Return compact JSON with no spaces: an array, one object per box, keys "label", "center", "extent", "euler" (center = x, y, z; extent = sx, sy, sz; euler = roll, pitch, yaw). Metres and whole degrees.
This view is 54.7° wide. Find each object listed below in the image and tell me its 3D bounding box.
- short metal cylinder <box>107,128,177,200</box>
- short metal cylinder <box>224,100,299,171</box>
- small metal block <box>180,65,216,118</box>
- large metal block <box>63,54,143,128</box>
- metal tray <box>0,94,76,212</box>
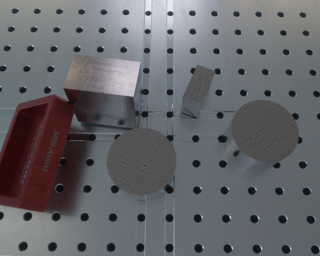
[{"label":"short metal cylinder","center":[-0.021,0.046,0.381],"extent":[0.081,0.050,0.080],"euler":[0,70,0]},{"label":"short metal cylinder","center":[0.126,0.011,0.395],"extent":[0.081,0.050,0.080],"euler":[0,70,0]},{"label":"small metal block","center":[0.050,-0.048,0.416],"extent":[0.025,0.050,0.050],"euler":[22,72,8]},{"label":"large metal block","center":[-0.067,-0.044,0.395],"extent":[0.080,0.080,0.050],"euler":[7,63,2]},{"label":"metal tray","center":[-0.155,0.029,0.370],"extent":[0.090,0.030,0.130],"euler":[-6,64,39]}]
